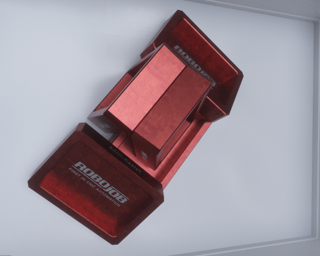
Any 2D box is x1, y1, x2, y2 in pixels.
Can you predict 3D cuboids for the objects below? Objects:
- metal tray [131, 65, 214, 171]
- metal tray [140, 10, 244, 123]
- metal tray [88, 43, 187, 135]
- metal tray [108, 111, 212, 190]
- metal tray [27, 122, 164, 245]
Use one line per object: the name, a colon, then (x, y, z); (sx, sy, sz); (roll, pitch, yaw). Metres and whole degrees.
metal tray: (0.011, -0.003, 0.345); (0.030, 0.130, 0.090); (37, 77, 7)
metal tray: (0.047, -0.081, 0.406); (0.130, 0.030, 0.090); (41, 52, -16)
metal tray: (-0.032, -0.037, 0.341); (0.030, 0.130, 0.090); (42, 77, -15)
metal tray: (0.001, 0.006, 0.407); (0.090, 0.030, 0.130); (41, 77, -16)
metal tray: (-0.071, 0.067, 0.362); (0.130, 0.030, 0.090); (42, 101, -16)
